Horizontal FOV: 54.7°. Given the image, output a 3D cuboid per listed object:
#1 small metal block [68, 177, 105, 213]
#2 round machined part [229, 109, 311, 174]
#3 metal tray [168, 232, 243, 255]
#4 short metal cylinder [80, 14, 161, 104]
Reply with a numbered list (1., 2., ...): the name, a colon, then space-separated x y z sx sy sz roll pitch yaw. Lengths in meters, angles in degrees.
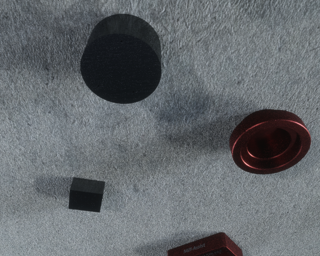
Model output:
1. small metal block: -0.118 0.108 0.498 0.050 0.025 0.050 10 130 -9
2. round machined part: 0.141 0.014 0.410 0.099 0.042 0.097 -1 130 0
3. metal tray: 0.092 0.263 0.629 0.130 0.030 0.090 -27 126 21
4. short metal cylinder: -0.039 -0.072 0.329 0.081 0.050 0.079 0 130 0
